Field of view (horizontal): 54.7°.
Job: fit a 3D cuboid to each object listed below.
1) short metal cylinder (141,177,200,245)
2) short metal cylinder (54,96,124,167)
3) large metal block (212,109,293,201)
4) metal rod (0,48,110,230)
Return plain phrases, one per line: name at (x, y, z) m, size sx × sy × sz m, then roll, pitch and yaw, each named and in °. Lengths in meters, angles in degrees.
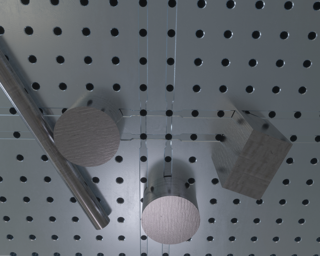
short metal cylinder at (0.015, 0.117, 0.444) m, size 0.081 × 0.050 × 0.079 m, roll 0°, pitch 110°, yaw 0°
short metal cylinder at (-0.089, 0.003, 0.400) m, size 0.081 × 0.050 × 0.079 m, roll 0°, pitch 110°, yaw 0°
large metal block at (0.112, 0.031, 0.397) m, size 0.050 × 0.080 × 0.079 m, roll 20°, pitch 109°, yaw -8°
metal rod at (-0.151, 0.018, 0.418) m, size 0.025 × 0.025 × 0.299 m, roll -24°, pitch 109°, yaw 8°
